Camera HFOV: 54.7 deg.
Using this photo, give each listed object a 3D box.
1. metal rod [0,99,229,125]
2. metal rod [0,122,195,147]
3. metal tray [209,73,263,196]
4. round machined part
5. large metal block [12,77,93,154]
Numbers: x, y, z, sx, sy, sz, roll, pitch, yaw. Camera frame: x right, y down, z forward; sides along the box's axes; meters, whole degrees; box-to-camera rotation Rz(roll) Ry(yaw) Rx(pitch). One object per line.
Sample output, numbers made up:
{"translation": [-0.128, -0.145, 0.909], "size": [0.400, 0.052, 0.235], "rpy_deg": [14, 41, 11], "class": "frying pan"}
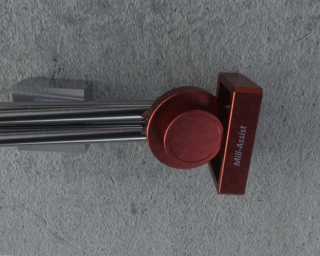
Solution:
{"translation": [-0.065, -0.019, 0.355], "size": [0.302, 0.025, 0.025], "rpy_deg": [-2, 111, -13], "class": "metal rod"}
{"translation": [-0.067, 0.006, 0.364], "size": [0.302, 0.025, 0.025], "rpy_deg": [-2, 111, -14], "class": "metal rod"}
{"translation": [0.087, 0.004, 0.379], "size": [0.030, 0.090, 0.129], "rpy_deg": [3, 110, -2], "class": "metal tray"}
{"translation": [0.034, 0.005, 0.352], "size": [0.099, 0.042, 0.097], "rpy_deg": [-4, 113, -10], "class": "round machined part"}
{"translation": [-0.129, -0.017, 0.386], "size": [0.081, 0.050, 0.079], "rpy_deg": [3, 110, -2], "class": "large metal block"}
